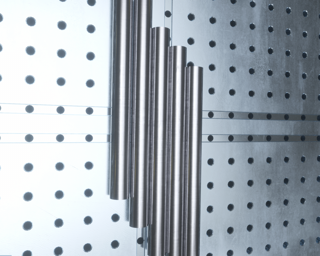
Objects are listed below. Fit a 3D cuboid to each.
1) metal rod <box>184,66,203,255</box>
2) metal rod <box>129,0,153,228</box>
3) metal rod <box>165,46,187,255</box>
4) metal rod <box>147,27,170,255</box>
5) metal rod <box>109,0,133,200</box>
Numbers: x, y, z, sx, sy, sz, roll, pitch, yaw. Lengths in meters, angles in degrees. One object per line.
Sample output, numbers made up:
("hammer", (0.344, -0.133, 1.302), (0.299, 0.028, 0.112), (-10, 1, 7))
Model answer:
("metal rod", (0.045, 0.066, 0.430), (0.025, 0.025, 0.298), (1, 90, -20))
("metal rod", (-0.025, -0.023, 0.403), (0.025, 0.025, 0.298), (1, 90, -20))
("metal rod", (0.021, 0.040, 0.421), (0.025, 0.025, 0.298), (1, 90, -20))
("metal rod", (-0.002, 0.018, 0.412), (0.025, 0.025, 0.298), (1, 90, -20))
("metal rod", (-0.049, -0.060, 0.395), (0.025, 0.025, 0.298), (1, 90, -20))
